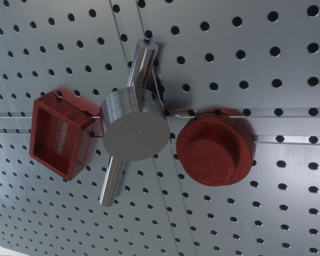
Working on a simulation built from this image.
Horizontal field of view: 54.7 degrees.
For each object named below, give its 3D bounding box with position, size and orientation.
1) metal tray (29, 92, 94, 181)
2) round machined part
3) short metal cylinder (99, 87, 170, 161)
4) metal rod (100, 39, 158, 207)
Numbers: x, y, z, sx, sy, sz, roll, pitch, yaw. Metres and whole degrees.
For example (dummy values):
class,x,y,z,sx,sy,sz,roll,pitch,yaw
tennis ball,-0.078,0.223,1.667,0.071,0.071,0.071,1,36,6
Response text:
class,x,y,z,sx,sy,sz,roll,pitch,yaw
metal tray,-0.164,0.017,0.505,0.090,0.030,0.129,31,128,8
round machined part,0.065,0.034,0.387,0.098,0.042,0.097,13,124,21
short metal cylinder,-0.032,-0.004,0.384,0.081,0.050,0.079,-9,133,-10
metal rod,-0.053,0.015,0.448,0.025,0.025,0.298,28,128,11
